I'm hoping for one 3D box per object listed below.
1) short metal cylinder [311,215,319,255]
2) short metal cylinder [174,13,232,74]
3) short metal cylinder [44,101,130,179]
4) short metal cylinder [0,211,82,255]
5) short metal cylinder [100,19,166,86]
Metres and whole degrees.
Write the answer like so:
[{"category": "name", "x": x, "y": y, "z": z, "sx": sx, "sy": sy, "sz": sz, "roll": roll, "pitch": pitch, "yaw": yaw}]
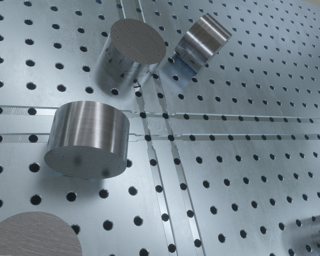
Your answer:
[{"category": "short metal cylinder", "x": 0.265, "y": 0.157, "z": 0.439, "sx": 0.081, "sy": 0.050, "sz": 0.080, "roll": 14, "pitch": 56, "yaw": -21}, {"category": "short metal cylinder", "x": 0.068, "y": -0.133, "z": 0.490, "sx": 0.050, "sy": 0.080, "sz": 0.080, "roll": 43, "pitch": 51, "yaw": 1}, {"category": "short metal cylinder", "x": -0.074, "y": 0.015, "z": 0.324, "sx": 0.081, "sy": 0.080, "sz": 0.050, "roll": 14, "pitch": 56, "yaw": -20}, {"category": "short metal cylinder", "x": -0.111, "y": 0.117, "z": 0.261, "sx": 0.081, "sy": 0.050, "sz": 0.080, "roll": 14, "pitch": 56, "yaw": -21}, {"category": "short metal cylinder", "x": -0.038, "y": -0.106, "z": 0.436, "sx": 0.081, "sy": 0.050, "sz": 0.080, "roll": 14, "pitch": 56, "yaw": -21}]
